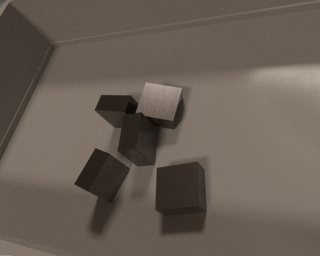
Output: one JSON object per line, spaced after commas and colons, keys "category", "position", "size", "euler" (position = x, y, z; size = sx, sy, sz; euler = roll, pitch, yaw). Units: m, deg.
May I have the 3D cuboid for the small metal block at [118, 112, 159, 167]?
{"category": "small metal block", "position": [-0.026, 0.015, 0.393], "size": [0.025, 0.050, 0.050], "euler": [-8, 58, 24]}

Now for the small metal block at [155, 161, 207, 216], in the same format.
{"category": "small metal block", "position": [0.024, 0.069, 0.350], "size": [0.050, 0.025, 0.050], "euler": [-12, 57, 21]}

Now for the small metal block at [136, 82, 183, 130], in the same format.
{"category": "small metal block", "position": [0.000, -0.030, 0.413], "size": [0.050, 0.025, 0.050], "euler": [11, 65, 11]}

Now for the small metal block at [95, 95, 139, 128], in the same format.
{"category": "small metal block", "position": [-0.052, -0.021, 0.429], "size": [0.050, 0.050, 0.025], "euler": [4, 64, 30]}

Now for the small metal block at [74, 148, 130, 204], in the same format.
{"category": "small metal block", "position": [-0.071, 0.061, 0.388], "size": [0.025, 0.050, 0.050], "euler": [17, 70, 34]}
